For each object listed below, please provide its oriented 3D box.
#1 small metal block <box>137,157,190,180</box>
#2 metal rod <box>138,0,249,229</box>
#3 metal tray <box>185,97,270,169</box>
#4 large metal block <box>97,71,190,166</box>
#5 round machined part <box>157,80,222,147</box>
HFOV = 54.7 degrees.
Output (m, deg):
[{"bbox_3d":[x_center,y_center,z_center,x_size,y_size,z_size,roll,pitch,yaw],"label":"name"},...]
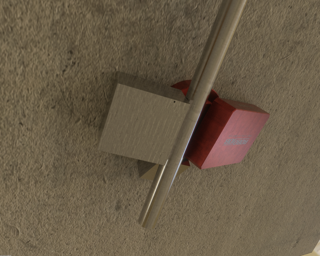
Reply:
[{"bbox_3d":[0.005,0.050,0.429,0.050,0.025,0.050,17,135,-35],"label":"small metal block"},{"bbox_3d":[0.031,-0.005,0.368,0.025,0.025,0.298,8,112,-32],"label":"metal rod"},{"bbox_3d":[0.098,0.008,0.435,0.131,0.030,0.089,2,121,-52],"label":"metal tray"},{"bbox_3d":[-0.022,-0.011,0.359,0.081,0.050,0.079,15,112,-15],"label":"large metal block"},{"bbox_3d":[0.042,-0.011,0.413,0.099,0.042,0.097,-14,124,-21],"label":"round machined part"}]
